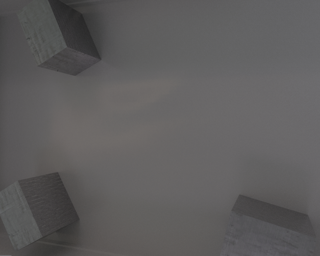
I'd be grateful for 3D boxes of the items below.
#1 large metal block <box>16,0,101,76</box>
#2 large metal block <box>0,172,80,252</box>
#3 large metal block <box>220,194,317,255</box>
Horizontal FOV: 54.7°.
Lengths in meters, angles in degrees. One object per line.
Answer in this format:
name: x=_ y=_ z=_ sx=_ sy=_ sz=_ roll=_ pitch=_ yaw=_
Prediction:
large metal block: x=-0.137 y=-0.125 z=0.430 sx=0.050 sy=0.080 sz=0.080 roll=-26 pitch=82 yaw=18
large metal block: x=-0.174 y=0.115 z=0.443 sx=0.050 sy=0.080 sz=0.080 roll=-31 pitch=80 yaw=17
large metal block: x=0.117 y=0.117 z=0.340 sx=0.080 sy=0.080 sz=0.050 roll=14 pitch=95 yaw=19
